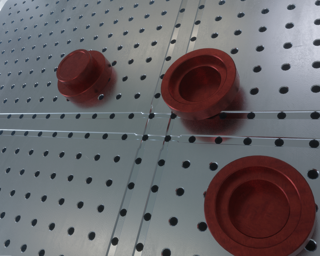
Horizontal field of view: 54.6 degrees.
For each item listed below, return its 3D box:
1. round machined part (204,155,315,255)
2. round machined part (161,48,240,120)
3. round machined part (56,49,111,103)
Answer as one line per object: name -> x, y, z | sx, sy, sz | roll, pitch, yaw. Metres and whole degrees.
round machined part -> 0.096, 0.079, 0.299 | 0.098, 0.042, 0.098 | -13, 56, 21
round machined part -> 0.054, -0.052, 0.401 | 0.098, 0.042, 0.098 | -13, 56, 21
round machined part -> -0.136, -0.095, 0.529 | 0.098, 0.042, 0.098 | -13, 56, 21
